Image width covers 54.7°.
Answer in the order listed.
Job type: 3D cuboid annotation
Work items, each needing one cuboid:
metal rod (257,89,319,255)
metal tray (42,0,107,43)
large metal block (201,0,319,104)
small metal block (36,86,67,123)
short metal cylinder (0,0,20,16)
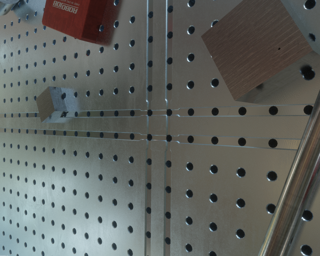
[{"bbox_3d":[0.129,0.075,0.303,0.025,0.025,0.298,24,105,37],"label":"metal rod"},{"bbox_3d":[-0.148,-0.206,0.529,0.130,0.030,0.089,29,108,36],"label":"metal tray"},{"bbox_3d":[0.101,-0.080,0.310,0.080,0.050,0.080,-35,68,34],"label":"large metal block"},{"bbox_3d":[-0.203,-0.043,0.577,0.050,0.025,0.050,-30,71,36],"label":"small metal block"},{"bbox_3d":[-0.348,-0.289,0.661,0.050,0.081,0.080,-20,77,38],"label":"short metal cylinder"}]
